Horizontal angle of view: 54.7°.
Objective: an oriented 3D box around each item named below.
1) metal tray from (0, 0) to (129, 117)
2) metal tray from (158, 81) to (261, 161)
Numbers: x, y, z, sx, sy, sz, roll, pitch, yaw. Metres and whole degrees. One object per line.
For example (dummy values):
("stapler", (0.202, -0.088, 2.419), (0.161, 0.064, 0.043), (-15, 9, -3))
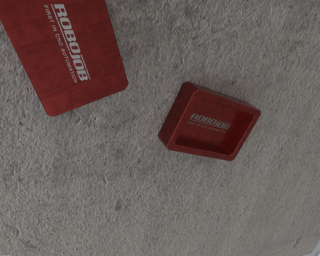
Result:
("metal tray", (-0.091, -0.084, 0.301), (0.091, 0.030, 0.129), (-24, 127, -14))
("metal tray", (0.072, -0.005, 0.439), (0.131, 0.030, 0.089), (13, 112, -34))
